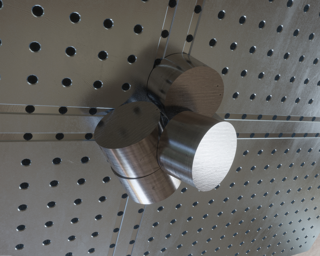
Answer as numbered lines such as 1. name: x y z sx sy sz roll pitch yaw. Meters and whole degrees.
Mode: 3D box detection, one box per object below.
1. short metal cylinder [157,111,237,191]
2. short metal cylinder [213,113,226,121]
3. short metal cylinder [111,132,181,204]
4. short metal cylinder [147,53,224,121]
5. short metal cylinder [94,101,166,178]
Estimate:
1. short metal cylinder: 0.043 0.025 0.352 0.081 0.050 0.079 -20 120 -41
2. short metal cylinder: 0.055 0.012 0.434 0.081 0.050 0.079 -14 125 -21
3. short metal cylinder: -0.016 0.050 0.399 0.080 0.080 0.050 -30 129 -10
4. short metal cylinder: 0.031 -0.046 0.384 0.081 0.050 0.079 -14 125 -21
5. short metal cylinder: -0.030 0.013 0.368 0.080 0.080 0.050 -30 129 -10
